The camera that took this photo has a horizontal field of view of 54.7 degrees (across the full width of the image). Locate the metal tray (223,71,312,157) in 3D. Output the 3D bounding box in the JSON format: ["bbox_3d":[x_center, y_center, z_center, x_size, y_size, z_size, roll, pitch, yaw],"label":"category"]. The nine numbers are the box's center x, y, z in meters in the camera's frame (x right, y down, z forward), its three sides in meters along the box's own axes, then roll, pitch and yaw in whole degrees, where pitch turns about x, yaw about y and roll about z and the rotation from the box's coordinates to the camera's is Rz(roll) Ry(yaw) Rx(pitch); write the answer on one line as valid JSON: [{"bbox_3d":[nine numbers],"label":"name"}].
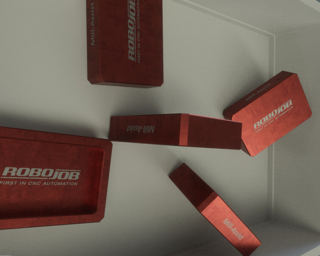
[{"bbox_3d":[0.181,-0.024,0.519,0.130,0.030,0.090,-34,114,-4],"label":"metal tray"}]

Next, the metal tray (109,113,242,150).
[{"bbox_3d":[0.014,0.005,0.352,0.091,0.130,0.030,6,86,-40],"label":"metal tray"}]

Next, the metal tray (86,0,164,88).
[{"bbox_3d":[-0.040,-0.116,0.371,0.091,0.030,0.129,-2,91,-40],"label":"metal tray"}]

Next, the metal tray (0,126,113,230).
[{"bbox_3d":[-0.115,0.049,0.307,0.131,0.030,0.089,10,84,-40],"label":"metal tray"}]

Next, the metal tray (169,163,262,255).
[{"bbox_3d":[0.075,0.113,0.427,0.030,0.090,0.130,-44,120,-3],"label":"metal tray"}]
